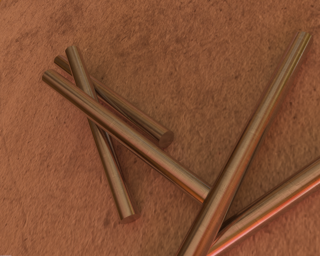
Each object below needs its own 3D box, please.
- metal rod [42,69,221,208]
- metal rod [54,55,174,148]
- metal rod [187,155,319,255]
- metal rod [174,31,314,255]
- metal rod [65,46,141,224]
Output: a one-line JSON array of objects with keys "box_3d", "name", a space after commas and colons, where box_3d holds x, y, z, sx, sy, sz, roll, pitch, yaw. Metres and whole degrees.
[{"box_3d": [-0.051, 0.002, 0.389, 0.300, 0.025, 0.025, 35, 81, 26], "name": "metal rod"}, {"box_3d": [-0.088, -0.054, 0.481, 0.025, 0.025, 0.300, -49, 52, -7], "name": "metal rod"}, {"box_3d": [0.094, 0.085, 0.301, 0.300, 0.025, 0.025, -36, 51, 3], "name": "metal rod"}, {"box_3d": [0.097, 0.010, 0.328, 0.025, 0.025, 0.300, 19, 66, 35], "name": "metal rod"}, {"box_3d": [-0.089, -0.011, 0.434, 0.025, 0.025, 0.299, -31, 58, 8], "name": "metal rod"}]
